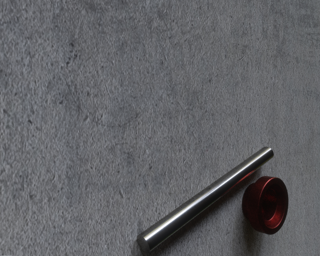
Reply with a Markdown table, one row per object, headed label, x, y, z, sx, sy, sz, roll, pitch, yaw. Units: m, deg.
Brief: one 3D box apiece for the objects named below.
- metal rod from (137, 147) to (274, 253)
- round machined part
| label | x | y | z | sx | sy | sz | roll | pitch | yaw |
| --- | --- | --- | --- | --- | --- | --- | --- | --- | --- |
| metal rod | 0.089 | 0.095 | 0.479 | 0.302 | 0.025 | 0.025 | -24 | 106 | -37 |
| round machined part | 0.183 | 0.133 | 0.547 | 0.099 | 0.042 | 0.097 | 0 | 90 | -40 |
